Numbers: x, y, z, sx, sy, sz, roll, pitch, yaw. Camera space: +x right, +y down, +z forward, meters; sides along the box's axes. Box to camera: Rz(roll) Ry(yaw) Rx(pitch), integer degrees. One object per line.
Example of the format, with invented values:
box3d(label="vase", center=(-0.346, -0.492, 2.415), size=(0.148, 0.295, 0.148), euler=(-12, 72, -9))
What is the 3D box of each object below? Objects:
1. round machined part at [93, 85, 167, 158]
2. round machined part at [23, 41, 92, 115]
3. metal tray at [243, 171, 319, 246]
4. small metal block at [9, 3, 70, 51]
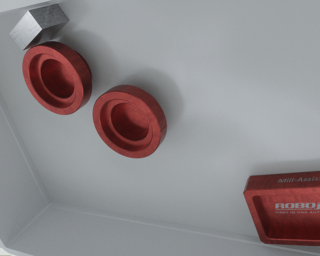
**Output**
box3d(label="round machined part", center=(-0.035, -0.012, 0.408), size=(0.098, 0.042, 0.097), euler=(13, 124, 20))
box3d(label="round machined part", center=(-0.133, -0.070, 0.423), size=(0.098, 0.042, 0.097), euler=(13, 124, 20))
box3d(label="metal tray", center=(0.178, 0.098, 0.372), size=(0.130, 0.030, 0.090), euler=(-10, 113, 32))
box3d(label="small metal block", center=(-0.152, -0.128, 0.391), size=(0.050, 0.050, 0.025), euler=(-26, 104, 37))
